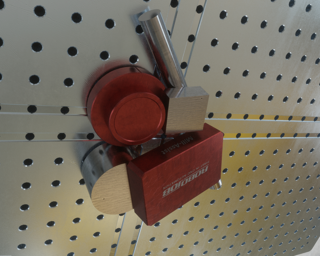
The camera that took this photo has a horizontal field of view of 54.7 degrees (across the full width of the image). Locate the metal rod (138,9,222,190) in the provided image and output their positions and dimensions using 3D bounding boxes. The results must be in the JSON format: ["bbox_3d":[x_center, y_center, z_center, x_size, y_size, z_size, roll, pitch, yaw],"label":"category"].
[{"bbox_3d":[0.039,-0.014,0.420,0.025,0.025,0.299,-32,129,-8],"label":"metal rod"}]

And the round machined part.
[{"bbox_3d":[-0.032,-0.019,0.365,0.099,0.042,0.097,-13,124,-20],"label":"round machined part"}]

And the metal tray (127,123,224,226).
[{"bbox_3d":[0.025,0.058,0.403,0.131,0.030,0.089,-25,129,-29],"label":"metal tray"}]

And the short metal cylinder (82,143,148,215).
[{"bbox_3d":[-0.055,0.064,0.399,0.081,0.050,0.079,-14,124,-21],"label":"short metal cylinder"}]

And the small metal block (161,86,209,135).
[{"bbox_3d":[0.028,-0.022,0.378,0.050,0.025,0.050,-7,124,-19],"label":"small metal block"}]
